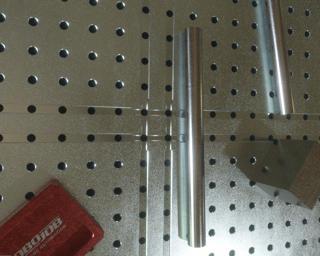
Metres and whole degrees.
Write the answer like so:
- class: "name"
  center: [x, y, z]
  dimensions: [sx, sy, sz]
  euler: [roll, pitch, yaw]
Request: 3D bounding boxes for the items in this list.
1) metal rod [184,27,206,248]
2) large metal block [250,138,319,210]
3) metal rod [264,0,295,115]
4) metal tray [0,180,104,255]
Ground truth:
- class: "metal rod"
  center: [0.048, 0.013, 0.430]
  dimensions: [0.025, 0.025, 0.298]
  euler: [-1, 91, -20]
- class: "large metal block"
  center: [0.194, 0.064, 0.455]
  dimensions: [0.050, 0.080, 0.080]
  euler: [38, 78, -16]
- class: "metal rod"
  center: [0.177, -0.170, 0.477]
  dimensions: [0.025, 0.025, 0.298]
  euler: [-9, 93, -20]
- class: "metal tray"
  center: [-0.143, 0.136, 0.357]
  dimensions: [0.130, 0.030, 0.090]
  euler: [-42, 104, -15]
